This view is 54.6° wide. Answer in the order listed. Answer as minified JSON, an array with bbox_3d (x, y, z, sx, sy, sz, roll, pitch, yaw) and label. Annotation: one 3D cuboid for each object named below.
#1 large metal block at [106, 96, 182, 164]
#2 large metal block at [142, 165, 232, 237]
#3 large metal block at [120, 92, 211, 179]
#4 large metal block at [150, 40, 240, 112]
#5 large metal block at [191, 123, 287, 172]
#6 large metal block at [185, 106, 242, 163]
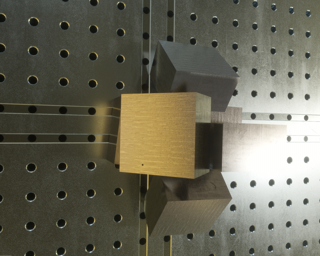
[{"bbox_3d":[-0.019,0.006,0.393,0.081,0.050,0.080,7,88,-20],"label":"large metal block"},{"bbox_3d":[0.030,0.091,0.388,0.081,0.050,0.079,2,134,-20],"label":"large metal block"},{"bbox_3d":[0.007,0.006,0.324,0.080,0.050,0.080,1,90,25],"label":"large metal block"},{"bbox_3d":[0.040,-0.066,0.390,0.081,0.080,0.050,2,128,-20],"label":"large metal block"},{"bbox_3d":[0.087,0.020,0.362,0.081,0.080,0.050,2,89,-20],"label":"large metal block"},{"bbox_3d":[0.062,0.010,0.421,0.081,0.050,0.080,3,89,-20],"label":"large metal block"}]
